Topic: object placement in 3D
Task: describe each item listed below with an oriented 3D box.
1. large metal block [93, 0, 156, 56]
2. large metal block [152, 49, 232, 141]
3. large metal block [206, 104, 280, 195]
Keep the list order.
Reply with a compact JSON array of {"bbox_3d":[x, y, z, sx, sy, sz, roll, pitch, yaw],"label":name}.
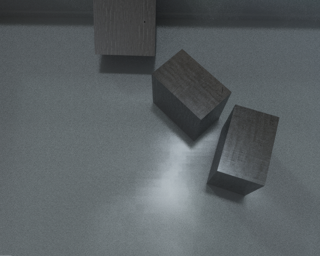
[{"bbox_3d":[-0.046,-0.143,0.428,0.080,0.050,0.079,2,107,0],"label":"large metal block"},{"bbox_3d":[0.036,-0.039,0.395,0.050,0.080,0.080,-42,75,-13],"label":"large metal block"},{"bbox_3d":[0.096,0.030,0.370,0.050,0.080,0.080,17,71,6],"label":"large metal block"}]
